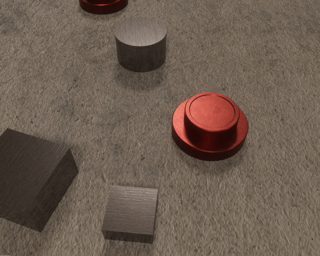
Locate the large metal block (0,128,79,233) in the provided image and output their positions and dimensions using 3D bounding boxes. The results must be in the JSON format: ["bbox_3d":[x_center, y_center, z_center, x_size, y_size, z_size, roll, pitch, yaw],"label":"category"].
[{"bbox_3d":[-0.150,0.055,0.339,0.080,0.050,0.080,16,52,12],"label":"large metal block"}]

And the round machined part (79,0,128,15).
[{"bbox_3d":[-0.114,-0.271,0.619,0.099,0.042,0.098,0,50,0],"label":"round machined part"}]

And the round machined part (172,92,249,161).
[{"bbox_3d":[0.065,-0.009,0.401,0.099,0.042,0.098,0,50,0],"label":"round machined part"}]

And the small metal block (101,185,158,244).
[{"bbox_3d":[-0.030,0.091,0.327,0.050,0.025,0.050,5,50,3],"label":"small metal block"}]

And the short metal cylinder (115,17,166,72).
[{"bbox_3d":[-0.030,-0.135,0.500,0.081,0.050,0.080,0,50,0],"label":"short metal cylinder"}]
